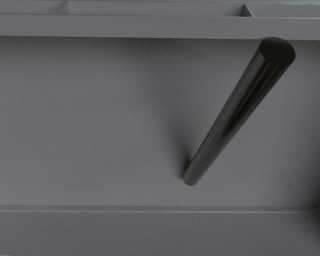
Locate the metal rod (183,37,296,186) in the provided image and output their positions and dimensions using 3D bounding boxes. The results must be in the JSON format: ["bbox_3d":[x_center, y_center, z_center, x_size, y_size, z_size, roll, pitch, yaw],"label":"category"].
[{"bbox_3d":[0.063,0.012,0.343,0.025,0.025,0.299,5,154,-4],"label":"metal rod"}]
